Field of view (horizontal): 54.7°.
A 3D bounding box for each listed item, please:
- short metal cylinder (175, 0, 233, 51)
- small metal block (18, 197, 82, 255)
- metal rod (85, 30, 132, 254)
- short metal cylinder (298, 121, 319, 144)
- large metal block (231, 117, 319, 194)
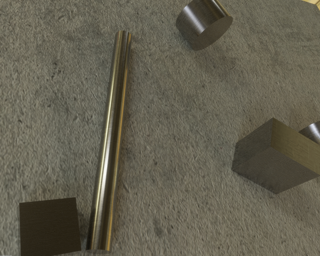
[{"bbox_3d":[0.073,-0.175,0.517,0.081,0.080,0.050,-25,76,-37],"label":"short metal cylinder"},{"bbox_3d":[-0.104,0.095,0.290,0.050,0.025,0.050,0,62,-28],"label":"small metal block"},{"bbox_3d":[-0.057,-0.007,0.378,0.025,0.025,0.299,15,56,-21],"label":"metal rod"},{"bbox_3d":[0.271,0.020,0.506,0.081,0.080,0.050,-5,64,-31],"label":"short metal cylinder"},{"bbox_3d":[0.160,0.042,0.432,0.080,0.080,0.050,29,52,-11],"label":"large metal block"}]
